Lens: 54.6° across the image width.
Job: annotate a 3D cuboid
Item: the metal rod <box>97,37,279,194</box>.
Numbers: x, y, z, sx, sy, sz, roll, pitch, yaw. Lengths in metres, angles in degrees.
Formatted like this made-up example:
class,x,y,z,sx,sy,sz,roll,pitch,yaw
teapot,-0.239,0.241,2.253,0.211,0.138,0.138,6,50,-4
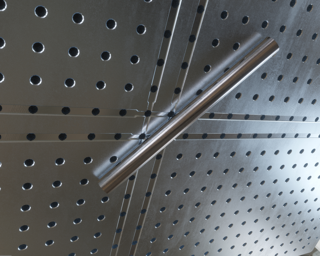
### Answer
class,x,y,z,sx,sy,sz,roll,pitch,yaw
metal rod,0.039,-0.017,0.420,0.300,0.025,0.025,-40,129,-1
